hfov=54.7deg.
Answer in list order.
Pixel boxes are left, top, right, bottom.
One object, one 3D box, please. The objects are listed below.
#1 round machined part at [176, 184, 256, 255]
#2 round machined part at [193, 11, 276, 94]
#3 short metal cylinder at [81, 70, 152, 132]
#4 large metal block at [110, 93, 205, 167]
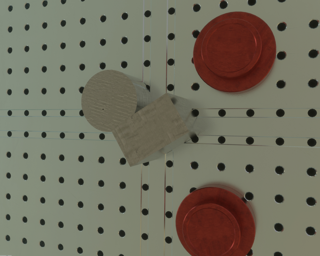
[{"bbox_3d":[0.066,0.121,0.380,0.098,0.042,0.097,0,90,20],"label":"round machined part"},{"bbox_3d":[0.087,-0.092,0.373,0.098,0.042,0.097,0,90,20],"label":"round machined part"},{"bbox_3d":[-0.058,-0.035,0.419,0.080,0.050,0.080,0,90,19],"label":"short metal cylinder"},{"bbox_3d":[0.001,0.003,0.383,0.080,0.080,0.050,-32,80,17],"label":"large metal block"}]
